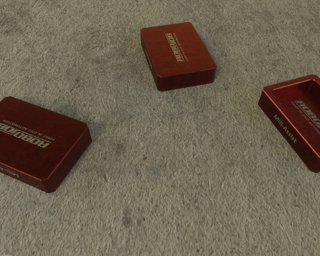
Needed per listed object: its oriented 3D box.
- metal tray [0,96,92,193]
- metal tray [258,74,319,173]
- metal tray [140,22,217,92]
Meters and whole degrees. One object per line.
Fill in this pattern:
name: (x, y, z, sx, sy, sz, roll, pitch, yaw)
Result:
metal tray: (-0.164, 0.016, 0.385, 0.130, 0.030, 0.090, 19, 52, 15)
metal tray: (0.204, -0.012, 0.410, 0.091, 0.030, 0.130, -15, 52, -13)
metal tray: (0.026, -0.119, 0.500, 0.091, 0.030, 0.130, -11, 51, -9)
